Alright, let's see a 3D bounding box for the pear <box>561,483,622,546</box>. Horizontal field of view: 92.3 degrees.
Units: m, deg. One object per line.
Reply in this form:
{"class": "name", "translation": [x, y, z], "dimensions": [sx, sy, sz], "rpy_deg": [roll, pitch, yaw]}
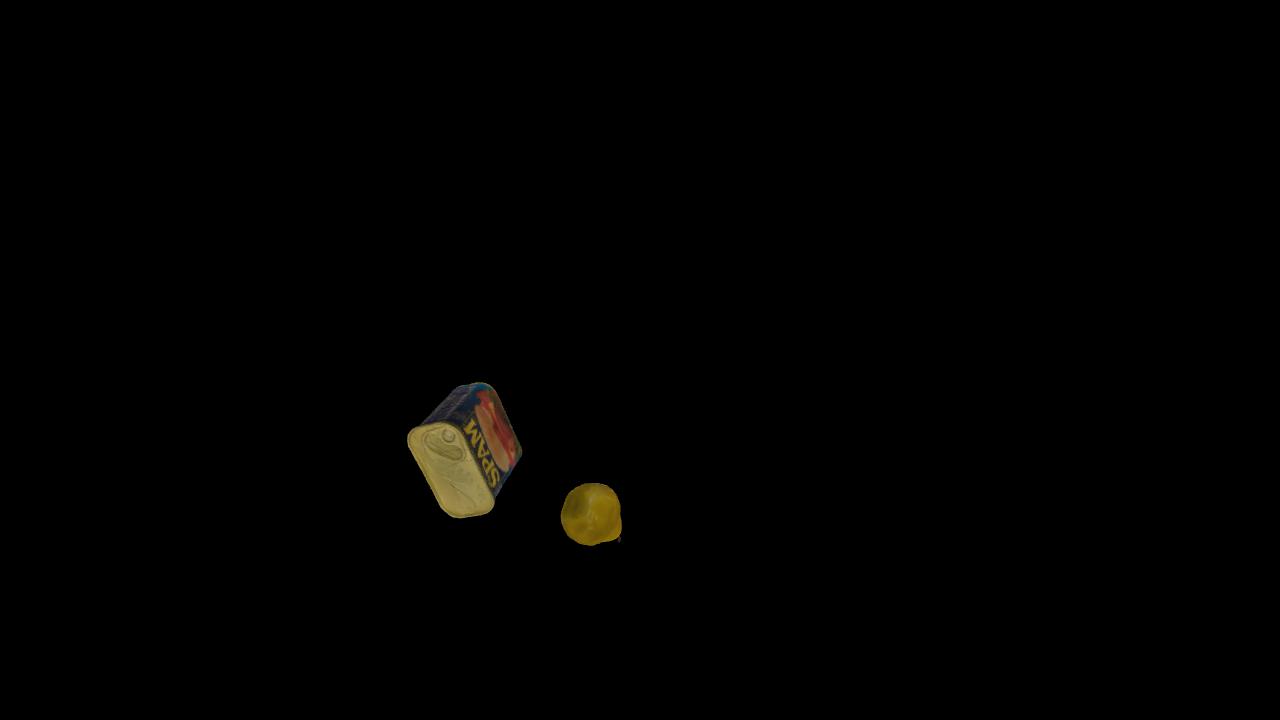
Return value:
{"class": "pear", "translation": [-0.049, 0.208, 0.808], "dimensions": [0.080, 0.080, 0.111], "rpy_deg": [0, -25, 41]}

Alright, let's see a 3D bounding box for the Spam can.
{"class": "Spam can", "translation": [-0.163, 0.083, 0.589], "dimensions": [0.058, 0.101, 0.085], "rpy_deg": [-12, 22, 16]}
